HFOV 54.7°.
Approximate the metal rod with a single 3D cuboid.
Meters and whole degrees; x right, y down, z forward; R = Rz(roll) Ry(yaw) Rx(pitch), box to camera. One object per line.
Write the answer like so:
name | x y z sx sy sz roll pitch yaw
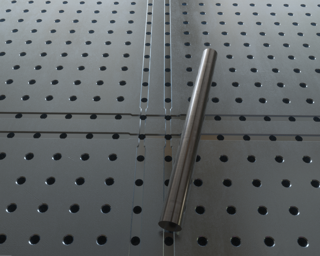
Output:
metal rod | 0.046 -0.009 0.415 0.025 0.025 0.300 11 51 9
